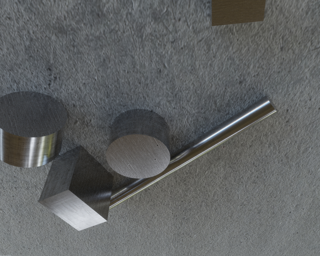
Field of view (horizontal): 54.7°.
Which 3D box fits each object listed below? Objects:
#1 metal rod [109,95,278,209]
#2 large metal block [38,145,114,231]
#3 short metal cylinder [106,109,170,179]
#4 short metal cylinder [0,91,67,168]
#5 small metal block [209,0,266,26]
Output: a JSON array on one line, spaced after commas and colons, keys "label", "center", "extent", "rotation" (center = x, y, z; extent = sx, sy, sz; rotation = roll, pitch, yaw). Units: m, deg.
[{"label": "metal rod", "center": [0.027, 0.046, 0.446], "extent": [0.299, 0.025, 0.025], "rotation": [-34, 122, 25]}, {"label": "large metal block", "center": [-0.115, 0.086, 0.443], "extent": [0.050, 0.080, 0.080], "rotation": [-24, 126, 19]}, {"label": "short metal cylinder", "center": [-0.027, 0.021, 0.409], "extent": [0.081, 0.050, 0.079], "rotation": [0, 130, 0]}, {"label": "short metal cylinder", "center": [-0.156, 0.000, 0.370], "extent": [0.081, 0.080, 0.050], "rotation": [14, 129, -12]}, {"label": "small metal block", "center": [0.073, -0.129, 0.298], "extent": [0.050, 0.025, 0.050], "rotation": [-5, 130, 4]}]
